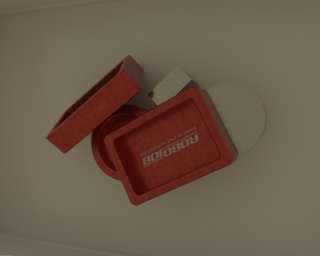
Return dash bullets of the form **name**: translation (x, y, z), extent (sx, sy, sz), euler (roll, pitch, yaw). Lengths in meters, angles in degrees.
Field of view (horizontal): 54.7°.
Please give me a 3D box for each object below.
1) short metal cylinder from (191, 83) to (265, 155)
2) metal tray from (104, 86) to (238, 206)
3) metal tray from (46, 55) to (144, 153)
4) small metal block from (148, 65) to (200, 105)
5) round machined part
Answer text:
- **short metal cylinder**: translation (0.082, -0.010, 0.366), extent (0.080, 0.050, 0.079), euler (0, 90, 19)
- **metal tray**: translation (0.009, 0.022, 0.352), extent (0.130, 0.030, 0.090), euler (-28, 80, 22)
- **metal tray**: translation (-0.080, -0.033, 0.400), extent (0.130, 0.090, 0.030), euler (-38, 110, 15)
- **small metal block**: translation (0.019, -0.048, 0.388), extent (0.050, 0.050, 0.025), euler (-44, 77, 13)
- **round machined part**: translation (-0.038, 0.019, 0.413), extent (0.098, 0.042, 0.097), euler (0, 90, 19)
